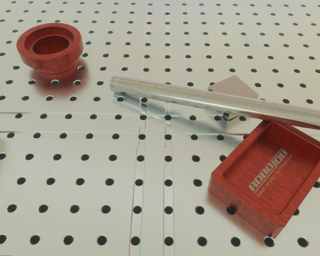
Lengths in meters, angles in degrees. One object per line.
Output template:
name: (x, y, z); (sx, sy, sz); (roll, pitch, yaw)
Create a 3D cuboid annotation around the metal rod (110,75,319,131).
metal rod: (0.070, -0.036, 0.411); (0.301, 0.025, 0.025); (12, 51, 20)

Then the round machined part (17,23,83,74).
round machined part: (-0.173, -0.124, 0.499); (0.099, 0.042, 0.098); (0, 50, 0)

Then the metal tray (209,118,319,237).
metal tray: (0.131, 0.049, 0.364); (0.090, 0.030, 0.131); (36, 58, 26)

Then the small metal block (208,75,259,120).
small metal block: (0.103, -0.045, 0.447); (0.050, 0.025, 0.050); (-25, 55, -20)
